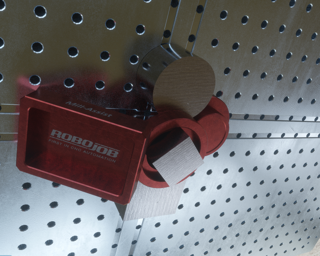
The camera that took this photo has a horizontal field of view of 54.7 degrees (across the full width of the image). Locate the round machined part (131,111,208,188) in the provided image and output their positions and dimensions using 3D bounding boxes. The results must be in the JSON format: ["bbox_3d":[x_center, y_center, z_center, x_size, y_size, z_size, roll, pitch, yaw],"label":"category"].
[{"bbox_3d":[0.006,0.022,0.379,0.099,0.042,0.097,-14,124,-21],"label":"round machined part"}]

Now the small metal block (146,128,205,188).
[{"bbox_3d":[0.017,0.034,0.361,0.050,0.025,0.050,-36,129,-4],"label":"small metal block"}]

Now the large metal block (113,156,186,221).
[{"bbox_3d":[-0.015,0.077,0.431,0.081,0.050,0.079,1,118,-29],"label":"large metal block"}]

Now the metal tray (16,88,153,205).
[{"bbox_3d":[-0.082,0.020,0.329,0.131,0.030,0.089,17,114,4],"label":"metal tray"}]

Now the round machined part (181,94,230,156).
[{"bbox_3d":[0.056,0.001,0.430,0.099,0.042,0.097,-14,124,-21],"label":"round machined part"}]

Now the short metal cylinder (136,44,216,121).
[{"bbox_3d":[0.018,-0.054,0.371,0.081,0.050,0.079,-14,124,-21],"label":"short metal cylinder"}]
